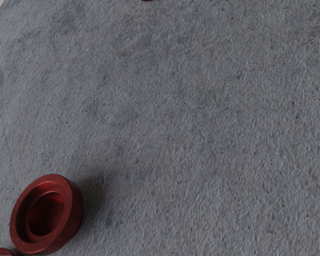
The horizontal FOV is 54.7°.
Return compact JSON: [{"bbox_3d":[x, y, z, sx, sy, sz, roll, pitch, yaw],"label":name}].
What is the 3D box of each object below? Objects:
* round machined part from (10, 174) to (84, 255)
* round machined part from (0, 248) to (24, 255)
[{"bbox_3d":[-0.139,0.112,0.397,0.098,0.042,0.098,-13,56,21],"label":"round machined part"},{"bbox_3d":[-0.215,0.200,0.384,0.098,0.042,0.098,-13,56,21],"label":"round machined part"}]
